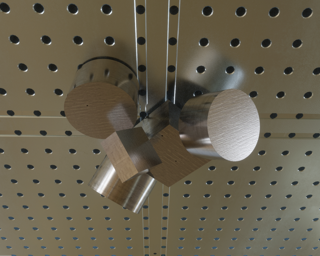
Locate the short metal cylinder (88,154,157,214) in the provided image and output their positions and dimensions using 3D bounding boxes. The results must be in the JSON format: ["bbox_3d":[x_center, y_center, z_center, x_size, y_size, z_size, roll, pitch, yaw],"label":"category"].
[{"bbox_3d":[-0.051,0.076,0.427,0.080,0.050,0.080,29,168,7],"label":"short metal cylinder"}]

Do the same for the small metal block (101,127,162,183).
[{"bbox_3d":[-0.031,0.028,0.349,0.025,0.050,0.050,-36,78,28],"label":"small metal block"}]

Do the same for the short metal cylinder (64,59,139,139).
[{"bbox_3d":[-0.065,-0.033,0.362,0.081,0.050,0.079,0,130,0],"label":"short metal cylinder"}]

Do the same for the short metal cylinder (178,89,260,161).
[{"bbox_3d":[0.069,-0.003,0.360,0.080,0.080,0.050,36,160,-26],"label":"short metal cylinder"}]

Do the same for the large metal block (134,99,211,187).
[{"bbox_3d":[0.011,0.023,0.407,0.080,0.050,0.080,37,121,-27],"label":"large metal block"}]
